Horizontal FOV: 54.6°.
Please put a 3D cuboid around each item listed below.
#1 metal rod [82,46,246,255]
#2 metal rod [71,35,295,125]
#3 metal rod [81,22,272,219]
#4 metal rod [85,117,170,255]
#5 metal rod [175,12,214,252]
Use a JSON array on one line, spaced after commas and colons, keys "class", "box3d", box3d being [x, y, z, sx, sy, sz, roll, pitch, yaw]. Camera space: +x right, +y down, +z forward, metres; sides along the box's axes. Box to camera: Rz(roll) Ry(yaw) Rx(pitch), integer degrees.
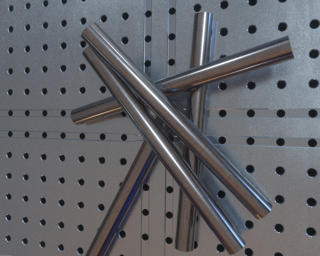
[{"class": "metal rod", "box3d": [0.002, 0.021, 0.378, 0.025, 0.025, 0.300, -38, 85, 16]}, {"class": "metal rod", "box3d": [0.007, -0.050, 0.388, 0.300, 0.025, 0.025, -15, 85, 27]}, {"class": "metal rod", "box3d": [0.020, -0.008, 0.369, 0.025, 0.025, 0.300, -44, 90, 15]}, {"class": "metal rod", "box3d": [-0.055, 0.109, 0.432, 0.025, 0.025, 0.299, 30, 100, 17]}, {"class": "metal rod", "box3d": [0.044, 0.006, 0.397, 0.025, 0.025, 0.298, 5, 92, 20]}]
